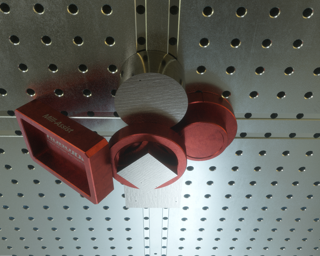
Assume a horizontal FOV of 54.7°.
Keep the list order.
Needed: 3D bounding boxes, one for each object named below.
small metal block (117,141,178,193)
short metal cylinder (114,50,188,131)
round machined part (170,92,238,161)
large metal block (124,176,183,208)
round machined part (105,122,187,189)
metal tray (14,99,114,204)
[{"bbox_3d":[-0.015,0.046,0.369,0.050,0.025,0.050,-34,123,25],"label":"small metal block"},{"bbox_3d":[-0.010,-0.042,0.359,0.081,0.050,0.079,0,130,0],"label":"short metal cylinder"},{"bbox_3d":[0.052,0.005,0.404,0.099,0.042,0.097,0,130,0],"label":"round machined part"},{"bbox_3d":[-0.010,0.072,0.453,0.081,0.050,0.079,0,130,-1],"label":"large metal block"},{"bbox_3d":[-0.017,0.030,0.388,0.099,0.042,0.097,0,130,0],"label":"round machined part"},{"bbox_3d":[-0.118,0.028,0.384,0.130,0.030,0.089,26,136,26],"label":"metal tray"}]
